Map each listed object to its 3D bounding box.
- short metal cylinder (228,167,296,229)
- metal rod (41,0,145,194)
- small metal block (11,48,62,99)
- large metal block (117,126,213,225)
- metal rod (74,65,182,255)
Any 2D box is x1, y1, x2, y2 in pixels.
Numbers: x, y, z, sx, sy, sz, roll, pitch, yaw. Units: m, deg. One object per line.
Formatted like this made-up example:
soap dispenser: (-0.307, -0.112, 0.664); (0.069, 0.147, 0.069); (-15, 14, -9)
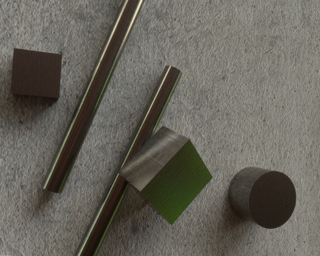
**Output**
short metal cylinder: (0.148, 0.099, 0.451); (0.081, 0.050, 0.080); (0, 90, -20)
metal rod: (-0.072, -0.066, 0.382); (0.025, 0.025, 0.299); (24, 82, -19)
small metal block: (-0.141, -0.061, 0.357); (0.050, 0.025, 0.050); (4, 89, -20)
large metal block: (0.009, 0.058, 0.383); (0.080, 0.050, 0.080); (-46, 130, -15)
metal rod: (-0.044, 0.056, 0.392); (0.025, 0.025, 0.299); (28, 81, -18)
